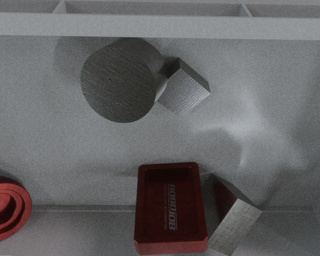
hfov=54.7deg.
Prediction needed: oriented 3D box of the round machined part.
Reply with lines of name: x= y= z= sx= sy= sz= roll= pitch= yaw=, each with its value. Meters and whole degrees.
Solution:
round machined part: x=-0.254 y=0.121 z=0.475 sx=0.099 sy=0.042 sz=0.097 roll=-16 pitch=116 yaw=-38

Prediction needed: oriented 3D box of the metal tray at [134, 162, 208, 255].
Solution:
metal tray: x=0.014 y=0.106 z=0.431 sx=0.091 sy=0.130 sz=0.030 roll=-3 pitch=130 yaw=2

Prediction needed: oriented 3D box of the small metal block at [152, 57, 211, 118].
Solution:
small metal block: x=0.024 y=-0.047 z=0.370 sx=0.050 sy=0.025 sz=0.050 roll=35 pitch=122 yaw=-26

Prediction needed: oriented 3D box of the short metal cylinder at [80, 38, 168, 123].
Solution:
short metal cylinder: x=-0.036 y=-0.052 z=0.332 sx=0.080 sy=0.050 sz=0.079 roll=6 pitch=117 yaw=13

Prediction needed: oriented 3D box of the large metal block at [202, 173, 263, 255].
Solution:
large metal block: x=0.091 y=0.127 z=0.465 sx=0.050 sy=0.080 sz=0.080 roll=31 pitch=96 yaw=-24
